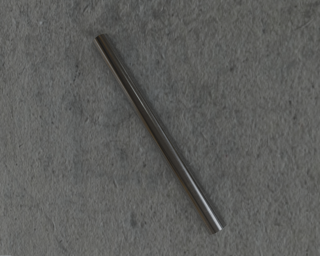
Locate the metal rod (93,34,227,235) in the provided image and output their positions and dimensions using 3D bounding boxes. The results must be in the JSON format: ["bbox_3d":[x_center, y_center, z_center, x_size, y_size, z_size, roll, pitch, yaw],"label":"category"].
[{"bbox_3d":[-0.006,0.000,0.410,0.025,0.025,0.299,-35,79,16],"label":"metal rod"}]
